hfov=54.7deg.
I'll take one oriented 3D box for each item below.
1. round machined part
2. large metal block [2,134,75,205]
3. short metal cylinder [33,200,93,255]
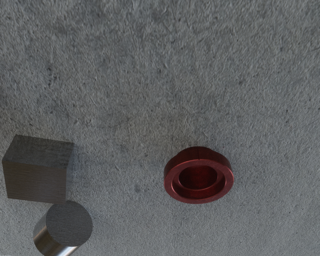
[{"bbox_3d":[0.055,0.065,0.452,0.099,0.042,0.097,0,130,0],"label":"round machined part"},{"bbox_3d":[-0.169,0.061,0.441,0.081,0.050,0.079,9,130,-8],"label":"large metal block"},{"bbox_3d":[-0.160,0.168,0.512,0.080,0.080,0.050,29,124,-23],"label":"short metal cylinder"}]
